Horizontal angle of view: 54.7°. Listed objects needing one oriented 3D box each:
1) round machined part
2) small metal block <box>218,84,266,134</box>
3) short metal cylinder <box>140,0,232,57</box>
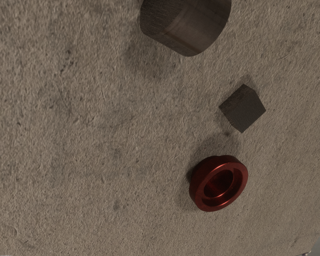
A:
[{"bbox_3d":[0.089,0.084,0.499,0.099,0.042,0.097,-14,125,-21],"label":"round machined part"},{"bbox_3d":[0.123,-0.028,0.459,0.050,0.025,0.050,-43,130,1],"label":"small metal block"},{"bbox_3d":[0.024,-0.119,0.312,0.050,0.080,0.080,20,108,-36],"label":"short metal cylinder"}]
